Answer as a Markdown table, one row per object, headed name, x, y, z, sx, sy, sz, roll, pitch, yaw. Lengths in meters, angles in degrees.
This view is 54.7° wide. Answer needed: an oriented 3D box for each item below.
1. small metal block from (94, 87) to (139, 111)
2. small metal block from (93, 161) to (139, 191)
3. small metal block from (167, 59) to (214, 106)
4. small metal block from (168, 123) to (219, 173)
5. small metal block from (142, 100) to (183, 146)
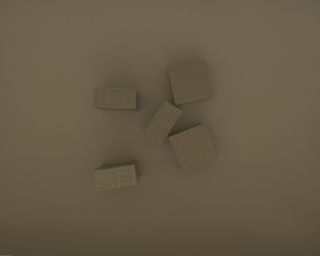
| name | x | y | z | sx | sy | sz | roll | pitch | yaw |
| --- | --- | --- | --- | --- | --- | --- | --- | --- | --- |
| small metal block | -0.054 | -0.036 | 0.398 | 0.050 | 0.050 | 0.025 | 2 | 90 | -1 |
| small metal block | -0.054 | 0.060 | 0.398 | 0.050 | 0.050 | 0.025 | -9 | 90 | 0 |
| small metal block | 0.039 | -0.059 | 0.412 | 0.050 | 0.025 | 0.050 | -12 | 90 | -1 |
| small metal block | 0.043 | 0.026 | 0.412 | 0.050 | 0.025 | 0.050 | -22 | 90 | -1 |
| small metal block | 0.003 | -0.006 | 0.399 | 0.025 | 0.050 | 0.050 | 34 | 90 | 0 |
